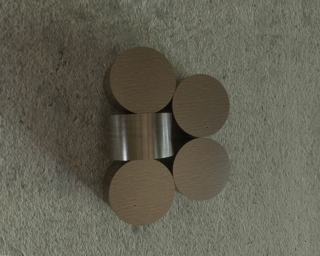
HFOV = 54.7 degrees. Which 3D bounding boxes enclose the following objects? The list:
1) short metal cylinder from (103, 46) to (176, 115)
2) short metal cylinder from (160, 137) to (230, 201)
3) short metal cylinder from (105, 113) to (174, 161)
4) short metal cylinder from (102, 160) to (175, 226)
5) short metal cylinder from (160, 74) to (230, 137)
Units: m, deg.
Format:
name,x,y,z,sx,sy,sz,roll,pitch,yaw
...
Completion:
name,x,y,z,sx,sy,sz,roll,pitch,yaw
short metal cylinder,-0.027,-0.056,0.387,0.081,0.050,0.080,0,90,-19
short metal cylinder,0.045,0.051,0.413,0.081,0.050,0.080,0,91,-19
short metal cylinder,-0.025,0.009,0.372,0.081,0.080,0.050,-3,92,-20
short metal cylinder,-0.028,0.075,0.387,0.081,0.050,0.080,0,90,-19
short metal cylinder,0.044,-0.029,0.412,0.081,0.050,0.080,0,91,-20
